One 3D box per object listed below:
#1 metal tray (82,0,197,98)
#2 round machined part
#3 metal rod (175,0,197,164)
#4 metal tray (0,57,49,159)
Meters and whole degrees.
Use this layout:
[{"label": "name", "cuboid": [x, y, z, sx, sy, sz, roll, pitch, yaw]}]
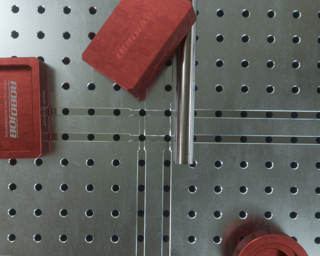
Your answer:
[{"label": "metal tray", "cuboid": [-0.027, -0.116, 0.394, 0.090, 0.030, 0.130, 36, 90, 21]}, {"label": "round machined part", "cuboid": [0.142, 0.182, 0.407, 0.099, 0.042, 0.097, 0, 90, -1]}, {"label": "metal rod", "cuboid": [0.035, -0.102, 0.413, 0.025, 0.025, 0.298, 1, 90, -1]}, {"label": "metal tray", "cuboid": [-0.198, -0.025, 0.408, 0.091, 0.030, 0.129, -2, 90, -1]}]
